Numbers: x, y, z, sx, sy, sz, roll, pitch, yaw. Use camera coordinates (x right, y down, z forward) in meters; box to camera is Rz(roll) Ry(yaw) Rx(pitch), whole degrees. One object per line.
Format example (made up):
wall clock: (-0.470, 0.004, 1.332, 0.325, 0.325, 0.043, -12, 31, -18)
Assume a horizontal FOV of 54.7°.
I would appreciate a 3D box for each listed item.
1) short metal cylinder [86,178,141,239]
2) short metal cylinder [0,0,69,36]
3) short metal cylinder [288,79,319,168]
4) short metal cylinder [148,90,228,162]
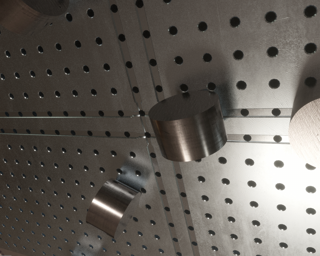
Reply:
short metal cylinder: (-0.072, 0.126, 0.490, 0.050, 0.080, 0.079, 25, 127, 12)
short metal cylinder: (-0.154, -0.156, 0.359, 0.050, 0.080, 0.080, -20, 108, 35)
short metal cylinder: (0.171, -0.005, 0.302, 0.080, 0.050, 0.079, 13, 124, 20)
short metal cylinder: (0.032, -0.004, 0.355, 0.080, 0.080, 0.050, -3, 117, 29)
